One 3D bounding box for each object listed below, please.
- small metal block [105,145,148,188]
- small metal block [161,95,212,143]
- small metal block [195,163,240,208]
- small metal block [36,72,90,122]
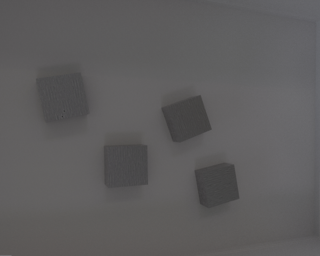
[{"bbox_3d":[-0.043,0.047,0.394,0.050,0.025,0.050,-1,91,-20],"label":"small metal block"},{"bbox_3d":[0.036,-0.013,0.424,0.050,0.025,0.050,-21,97,-19],"label":"small metal block"},{"bbox_3d":[0.081,0.080,0.440,0.050,0.025,0.050,-11,94,-20],"label":"small metal block"},{"bbox_3d":[-0.115,-0.036,0.368,0.050,0.025,0.050,-12,94,-20],"label":"small metal block"}]
